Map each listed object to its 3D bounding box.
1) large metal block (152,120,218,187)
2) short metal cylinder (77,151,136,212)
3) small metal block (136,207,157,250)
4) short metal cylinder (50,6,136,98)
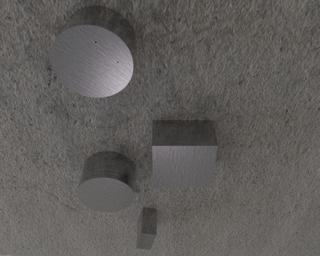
[{"bbox_3d":[0.031,0.036,0.422,0.081,0.050,0.079,0,130,0],"label":"large metal block"},{"bbox_3d":[-0.077,0.080,0.458,0.081,0.050,0.079,0,130,0],"label":"short metal cylinder"},{"bbox_3d":[-0.023,0.175,0.540,0.025,0.050,0.050,10,129,-8],"label":"small metal block"},{"bbox_3d":[-0.066,-0.079,0.323,0.081,0.050,0.079,0,130,0],"label":"short metal cylinder"}]
